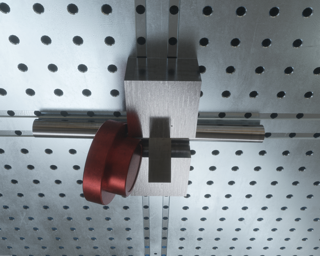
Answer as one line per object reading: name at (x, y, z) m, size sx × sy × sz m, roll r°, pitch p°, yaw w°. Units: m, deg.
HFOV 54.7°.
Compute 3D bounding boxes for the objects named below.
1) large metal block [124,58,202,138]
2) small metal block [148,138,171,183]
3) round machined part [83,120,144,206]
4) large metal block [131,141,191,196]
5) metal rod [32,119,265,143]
large metal block at (0.003, -0.035, 0.366) m, size 0.081 × 0.050 × 0.079 m, roll 0°, pitch 130°, yaw -1°
small metal block at (0.000, 0.037, 0.369) m, size 0.025 × 0.050 × 0.050 m, roll 1°, pitch 86°, yaw -1°
round machined part at (-0.049, 0.042, 0.361) m, size 0.042 × 0.098 × 0.097 m, roll 13°, pitch 131°, yaw 8°
large metal block at (-0.001, 0.052, 0.440) m, size 0.081 × 0.050 × 0.079 m, roll 1°, pitch 130°, yaw -1°
metal rod at (-0.013, 0.004, 0.415) m, size 0.302 × 0.025 × 0.025 m, roll 1°, pitch 130°, yaw -2°
